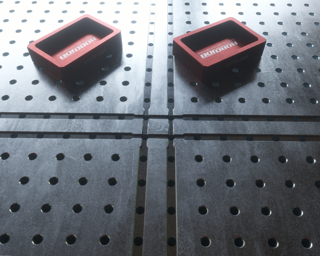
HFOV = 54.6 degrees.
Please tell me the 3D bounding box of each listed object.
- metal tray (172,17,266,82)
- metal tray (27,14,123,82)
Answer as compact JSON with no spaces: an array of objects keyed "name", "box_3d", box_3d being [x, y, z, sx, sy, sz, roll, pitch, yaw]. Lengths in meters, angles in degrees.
[{"name":"metal tray","box_3d":[0.098,-0.135,0.518,0.131,0.030,0.090,-26,55,-21]},{"name":"metal tray","box_3d":[-0.139,-0.138,0.519,0.090,0.030,0.131,32,57,24]}]
